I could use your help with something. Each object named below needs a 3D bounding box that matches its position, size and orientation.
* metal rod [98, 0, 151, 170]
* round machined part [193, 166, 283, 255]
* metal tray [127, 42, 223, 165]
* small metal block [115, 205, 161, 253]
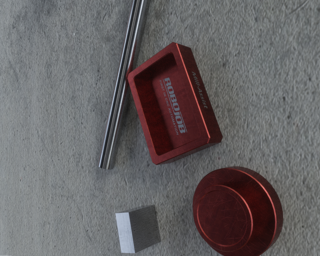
[{"bbox_3d":[-0.048,-0.084,0.444,0.025,0.025,0.298,22,104,38],"label":"metal rod"},{"bbox_3d":[0.075,0.092,0.332,0.098,0.042,0.097,0,90,40],"label":"round machined part"},{"bbox_3d":[0.014,-0.028,0.389,0.090,0.030,0.129,-28,73,36],"label":"metal tray"},{"bbox_3d":[-0.028,0.133,0.412,0.025,0.050,0.050,-17,80,39],"label":"small metal block"}]
